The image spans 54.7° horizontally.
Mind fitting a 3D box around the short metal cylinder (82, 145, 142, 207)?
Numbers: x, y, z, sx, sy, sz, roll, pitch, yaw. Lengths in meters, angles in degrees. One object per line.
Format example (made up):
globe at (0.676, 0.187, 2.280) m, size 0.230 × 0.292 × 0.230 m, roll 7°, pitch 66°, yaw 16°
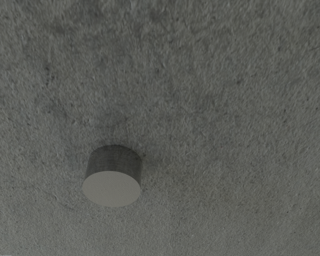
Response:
short metal cylinder at (-0.067, 0.070, 0.450) m, size 0.081 × 0.050 × 0.079 m, roll 0°, pitch 130°, yaw 0°
